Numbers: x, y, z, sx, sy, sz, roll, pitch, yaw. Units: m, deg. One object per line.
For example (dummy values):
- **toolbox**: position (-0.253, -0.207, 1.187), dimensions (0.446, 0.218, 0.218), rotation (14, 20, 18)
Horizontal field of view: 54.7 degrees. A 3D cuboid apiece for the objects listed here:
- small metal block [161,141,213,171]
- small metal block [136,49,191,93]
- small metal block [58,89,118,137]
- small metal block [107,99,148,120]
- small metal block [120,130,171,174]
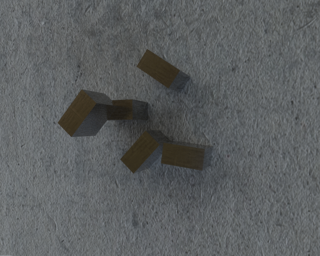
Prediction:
- **small metal block**: position (0.035, 0.033, 0.383), dimensions (0.050, 0.050, 0.025), rotation (8, 93, 20)
- **small metal block**: position (0.006, -0.071, 0.394), dimensions (0.050, 0.050, 0.025), rotation (36, 102, 16)
- **small metal block**: position (-0.085, -0.017, 0.373), dimensions (0.025, 0.050, 0.050), rotation (43, 103, 15)
- **small metal block**: position (-0.049, -0.023, 0.413), dimensions (0.050, 0.050, 0.025), rotation (-1, 90, 20)
- **small metal block**: position (-0.016, 0.029, 0.401), dimensions (0.025, 0.050, 0.050), rotation (45, 104, 14)
